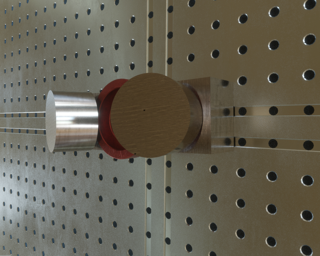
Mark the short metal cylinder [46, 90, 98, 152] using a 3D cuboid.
[{"bbox_3d":[-0.118,-0.009,0.409,0.080,0.050,0.079,4,94,61],"label":"short metal cylinder"}]

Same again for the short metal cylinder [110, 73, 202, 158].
[{"bbox_3d":[-0.002,-0.012,0.313,0.080,0.050,0.080,0,90,20],"label":"short metal cylinder"}]

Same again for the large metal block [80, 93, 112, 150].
[{"bbox_3d":[-0.077,-0.010,0.457,0.080,0.050,0.080,1,91,40],"label":"large metal block"}]

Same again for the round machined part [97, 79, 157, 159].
[{"bbox_3d":[-0.036,-0.011,0.390,0.098,0.042,0.097,0,90,40],"label":"round machined part"}]

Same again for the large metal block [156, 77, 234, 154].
[{"bbox_3d":[0.037,-0.013,0.362,0.080,0.050,0.080,-1,90,40],"label":"large metal block"}]
